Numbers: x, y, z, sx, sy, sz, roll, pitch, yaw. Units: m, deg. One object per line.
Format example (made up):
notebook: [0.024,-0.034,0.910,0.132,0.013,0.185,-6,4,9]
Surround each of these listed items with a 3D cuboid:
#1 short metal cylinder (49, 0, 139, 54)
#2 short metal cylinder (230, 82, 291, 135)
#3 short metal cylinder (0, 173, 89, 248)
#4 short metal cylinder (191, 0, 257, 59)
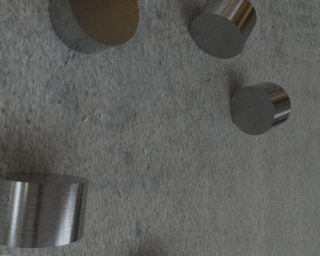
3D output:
short metal cylinder: [-0.070,-0.123,0.331,0.081,0.050,0.079,0,90,-40]
short metal cylinder: [0.164,-0.033,0.510,0.050,0.080,0.079,-18,102,-39]
short metal cylinder: [-0.108,0.070,0.280,0.081,0.080,0.050,9,85,-40]
short metal cylinder: [0.092,-0.147,0.448,0.080,0.080,0.050,46,62,-31]
